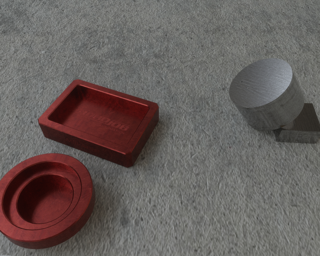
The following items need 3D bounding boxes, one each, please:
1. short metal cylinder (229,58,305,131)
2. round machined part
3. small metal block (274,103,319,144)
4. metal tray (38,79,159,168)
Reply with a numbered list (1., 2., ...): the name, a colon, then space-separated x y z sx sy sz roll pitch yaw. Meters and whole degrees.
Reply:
1. short metal cylinder: 0.138 -0.044 0.402 0.080 0.050 0.080 -24 42 25
2. round machined part: -0.117 0.078 0.325 0.099 0.042 0.098 0 50 0
3. small metal block: 0.179 -0.007 0.412 0.050 0.025 0.050 3 50 2
4. metal tray: -0.077 -0.010 0.407 0.130 0.030 0.090 18 52 14
